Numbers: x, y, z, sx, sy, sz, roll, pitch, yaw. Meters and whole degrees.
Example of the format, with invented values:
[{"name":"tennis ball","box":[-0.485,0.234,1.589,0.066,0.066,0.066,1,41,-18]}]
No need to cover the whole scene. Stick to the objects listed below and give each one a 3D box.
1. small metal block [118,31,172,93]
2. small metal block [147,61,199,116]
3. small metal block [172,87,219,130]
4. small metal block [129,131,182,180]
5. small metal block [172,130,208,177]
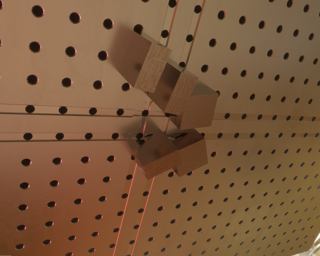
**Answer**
[{"name":"small metal block","box":[-0.018,-0.073,0.341,0.025,0.050,0.050,11,113,-34]},{"name":"small metal block","box":[0.014,-0.050,0.373,0.025,0.050,0.050,10,113,-33]},{"name":"small metal block","box":[0.047,-0.027,0.422,0.050,0.025,0.050,-7,122,-25]},{"name":"small metal block","box":[-0.007,0.035,0.415,0.050,0.050,0.025,-24,128,-14]},{"name":"small metal block","box":[0.041,0.038,0.459,0.050,0.025,0.050,-23,127,-15]}]
